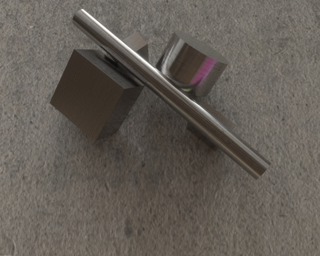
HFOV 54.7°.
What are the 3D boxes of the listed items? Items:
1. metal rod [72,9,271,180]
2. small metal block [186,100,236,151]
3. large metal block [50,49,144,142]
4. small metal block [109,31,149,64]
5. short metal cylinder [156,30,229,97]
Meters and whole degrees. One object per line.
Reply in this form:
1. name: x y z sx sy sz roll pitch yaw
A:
1. metal rod: 0.004 -0.049 0.374 0.300 0.025 0.025 41 75 13
2. small metal block: 0.063 -0.002 0.394 0.050 0.050 0.025 39 75 12
3. large metal block: -0.080 -0.043 0.392 0.080 0.050 0.080 39 115 12
4. small metal block: -0.044 -0.098 0.432 0.050 0.050 0.025 -37 75 -13
5. short metal cylinder: 0.042 -0.084 0.405 0.080 0.080 0.050 37 115 12
